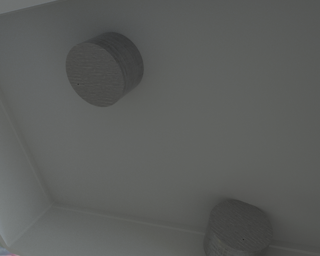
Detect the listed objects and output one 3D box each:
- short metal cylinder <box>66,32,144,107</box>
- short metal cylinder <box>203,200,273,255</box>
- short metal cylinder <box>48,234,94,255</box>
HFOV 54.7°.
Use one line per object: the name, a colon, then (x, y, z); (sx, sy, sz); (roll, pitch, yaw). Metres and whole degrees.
short metal cylinder: (-0.067, -0.073, 0.383); (0.080, 0.050, 0.079); (13, 124, 21)
short metal cylinder: (0.101, 0.143, 0.408); (0.080, 0.080, 0.050); (18, 125, 18)
short metal cylinder: (-0.191, 0.276, 0.667); (0.080, 0.050, 0.079); (13, 124, 21)
